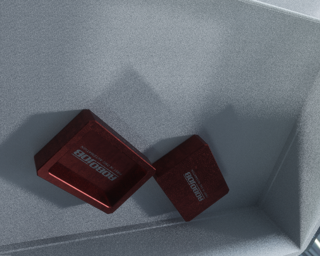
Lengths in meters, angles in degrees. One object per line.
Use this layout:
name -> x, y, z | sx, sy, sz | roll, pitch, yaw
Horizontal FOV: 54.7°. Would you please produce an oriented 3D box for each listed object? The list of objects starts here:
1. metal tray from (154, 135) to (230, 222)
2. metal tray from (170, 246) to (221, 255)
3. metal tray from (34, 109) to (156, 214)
metal tray -> 0.050, 0.082, 0.486 | 0.090, 0.030, 0.130 | -35, 129, -6
metal tray -> 0.062, 0.287, 0.622 | 0.131, 0.030, 0.090 | 26, 104, -38
metal tray -> -0.077, 0.048, 0.393 | 0.090, 0.030, 0.130 | -44, 130, 2
